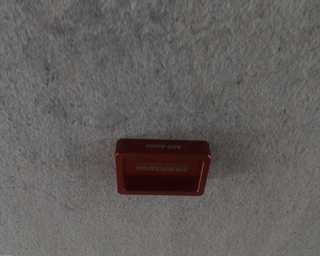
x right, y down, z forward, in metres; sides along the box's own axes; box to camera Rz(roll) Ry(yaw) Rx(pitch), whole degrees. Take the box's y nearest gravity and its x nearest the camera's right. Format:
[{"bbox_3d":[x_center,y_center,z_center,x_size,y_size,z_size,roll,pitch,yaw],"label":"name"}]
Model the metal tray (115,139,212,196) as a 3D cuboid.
[{"bbox_3d":[0.003,0.060,0.454,0.131,0.030,0.089,2,130,-2],"label":"metal tray"}]
